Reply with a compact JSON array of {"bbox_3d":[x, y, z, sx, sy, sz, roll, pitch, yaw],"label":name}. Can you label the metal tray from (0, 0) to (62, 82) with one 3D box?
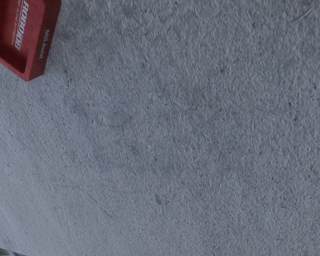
[{"bbox_3d":[-0.192,-0.139,0.418,0.090,0.030,0.129,36,129,3],"label":"metal tray"}]
